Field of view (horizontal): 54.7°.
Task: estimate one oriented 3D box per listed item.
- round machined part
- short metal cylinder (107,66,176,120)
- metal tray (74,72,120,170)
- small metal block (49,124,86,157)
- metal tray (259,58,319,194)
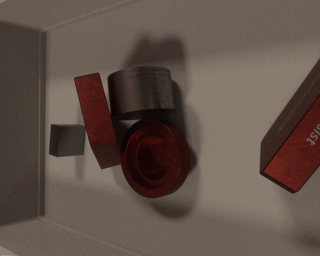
[{"bbox_3d":[-0.002,0.037,0.395,0.098,0.042,0.097,0,90,39],"label":"round machined part"},{"bbox_3d":[-0.023,-0.041,0.388,0.080,0.081,0.050,-12,83,39],"label":"short metal cylinder"},{"bbox_3d":[-0.080,-0.003,0.412,0.130,0.030,0.090,104,150,-70],"label":"metal tray"},{"bbox_3d":[-0.153,0.020,0.514,0.025,0.050,0.050,9,96,39],"label":"small metal block"},{"bbox_3d":[0.131,-0.019,0.252,0.030,0.090,0.129,32,112,8],"label":"metal tray"}]
